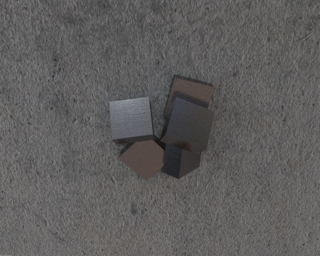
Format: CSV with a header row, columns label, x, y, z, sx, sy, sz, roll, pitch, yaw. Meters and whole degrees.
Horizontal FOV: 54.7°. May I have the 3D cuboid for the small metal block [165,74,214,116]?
label,x,y,z,sx,sy,sz,roll,pitch,yaw
small metal block,0.036,-0.037,0.398,0.050,0.025,0.050,13,110,-5

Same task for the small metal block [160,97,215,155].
label,x,y,z,sx,sy,sz,roll,pitch,yaw
small metal block,0.033,-0.002,0.370,0.050,0.025,0.050,20,65,-8

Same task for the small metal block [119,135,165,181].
label,x,y,z,sx,sy,sz,roll,pitch,yaw
small metal block,-0.019,0.035,0.424,0.050,0.025,0.050,-43,105,14

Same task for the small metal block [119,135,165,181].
label,x,y,z,sx,sy,sz,roll,pitch,yaw
small metal block,-0.019,0.035,0.424,0.050,0.025,0.050,-43,105,14

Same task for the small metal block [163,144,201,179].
label,x,y,z,sx,sy,sz,roll,pitch,yaw
small metal block,0.031,0.032,0.408,0.025,0.050,0.050,19,114,34

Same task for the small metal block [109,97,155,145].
label,x,y,z,sx,sy,sz,roll,pitch,yaw
small metal block,-0.035,-0.009,0.394,0.050,0.025,0.050,-7,72,2
